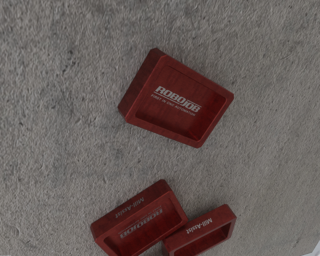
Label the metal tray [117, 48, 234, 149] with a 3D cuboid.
[{"bbox_3d":[0.024,-0.032,0.396,0.131,0.030,0.090,21,107,-36],"label":"metal tray"}]

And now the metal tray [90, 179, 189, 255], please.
[{"bbox_3d":[-0.028,0.147,0.478,0.131,0.030,0.090,-32,129,-8],"label":"metal tray"}]

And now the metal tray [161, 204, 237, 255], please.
[{"bbox_3d":[0.068,0.192,0.546,0.131,0.030,0.090,-21,140,-16],"label":"metal tray"}]
